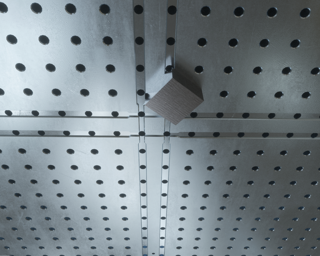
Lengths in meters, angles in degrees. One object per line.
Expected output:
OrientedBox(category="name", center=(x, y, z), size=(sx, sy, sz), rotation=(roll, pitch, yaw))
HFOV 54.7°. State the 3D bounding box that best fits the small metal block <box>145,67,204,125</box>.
OrientedBox(category="small metal block", center=(0.017, -0.038, 0.380), size=(0.050, 0.025, 0.050), rotation=(33, 123, -25))
